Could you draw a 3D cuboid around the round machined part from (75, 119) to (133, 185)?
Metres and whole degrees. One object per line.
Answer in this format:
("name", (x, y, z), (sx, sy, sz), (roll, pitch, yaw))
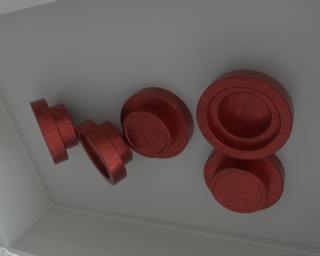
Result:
("round machined part", (-0.075, 0.029, 0.437), (0.098, 0.042, 0.098), (45, 155, 27))

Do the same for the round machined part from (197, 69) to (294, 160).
("round machined part", (0.093, -0.017, 0.338), (0.098, 0.042, 0.097), (13, 124, 21))

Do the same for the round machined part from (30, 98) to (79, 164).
("round machined part", (-0.153, 0.001, 0.459), (0.098, 0.042, 0.097), (52, 155, 38))

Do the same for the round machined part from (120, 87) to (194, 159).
("round machined part", (-0.010, 0.000, 0.403), (0.098, 0.042, 0.097), (13, 124, 21))

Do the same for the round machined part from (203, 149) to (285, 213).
("round machined part", (0.101, 0.067, 0.385), (0.098, 0.042, 0.097), (13, 124, 21))
